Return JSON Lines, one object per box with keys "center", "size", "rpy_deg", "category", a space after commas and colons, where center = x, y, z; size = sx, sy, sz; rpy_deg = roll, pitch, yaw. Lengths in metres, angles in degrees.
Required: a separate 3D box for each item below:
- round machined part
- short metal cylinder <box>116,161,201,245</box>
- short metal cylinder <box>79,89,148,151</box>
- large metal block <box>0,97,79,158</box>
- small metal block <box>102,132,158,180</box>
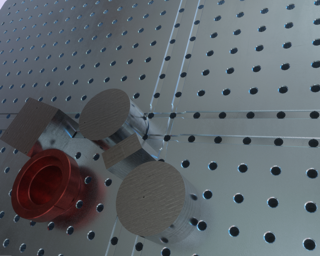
{"center": [-0.150, 0.081, 0.427], "size": [0.098, 0.042, 0.098], "rpy_deg": [-13, 56, 21], "category": "round machined part"}
{"center": [-0.001, 0.083, 0.342], "size": [0.080, 0.050, 0.080], "rpy_deg": [-13, 56, 21], "category": "short metal cylinder"}
{"center": [-0.064, -0.008, 0.431], "size": [0.080, 0.050, 0.080], "rpy_deg": [-13, 56, 21], "category": "short metal cylinder"}
{"center": [-0.189, 0.006, 0.488], "size": [0.080, 0.050, 0.080], "rpy_deg": [19, 72, 35], "category": "large metal block"}
{"center": [-0.036, 0.039, 0.387], "size": [0.050, 0.050, 0.025], "rpy_deg": [-32, 52, 8], "category": "small metal block"}
